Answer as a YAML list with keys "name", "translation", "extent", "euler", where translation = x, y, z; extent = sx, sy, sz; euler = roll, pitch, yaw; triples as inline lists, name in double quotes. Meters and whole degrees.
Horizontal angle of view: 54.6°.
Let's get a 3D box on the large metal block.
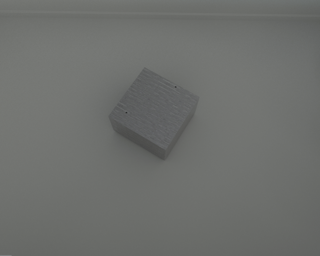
- name: "large metal block"
  translation: [-0.007, -0.017, 0.399]
  extent: [0.080, 0.050, 0.080]
  euler: [30, 72, 10]
